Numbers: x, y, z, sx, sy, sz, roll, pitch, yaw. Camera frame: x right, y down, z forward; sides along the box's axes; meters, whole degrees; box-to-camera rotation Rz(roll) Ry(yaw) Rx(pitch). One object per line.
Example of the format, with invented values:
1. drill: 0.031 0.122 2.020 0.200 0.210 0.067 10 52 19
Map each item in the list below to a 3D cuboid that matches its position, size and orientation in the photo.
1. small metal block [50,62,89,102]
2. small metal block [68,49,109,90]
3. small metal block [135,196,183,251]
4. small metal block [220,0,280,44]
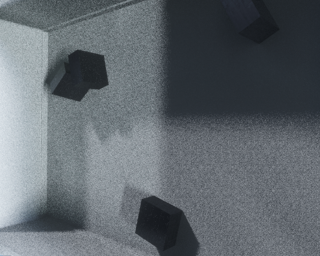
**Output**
1. small metal block: -0.143 -0.074 0.506 0.050 0.050 0.025 -45 49 31
2. small metal block: -0.111 -0.090 0.482 0.025 0.050 0.050 -17 79 38
3. small metal block: -0.002 0.124 0.409 0.050 0.025 0.050 19 102 38
4. small metal block: 0.091 -0.118 0.316 0.025 0.050 0.050 -34 69 35
